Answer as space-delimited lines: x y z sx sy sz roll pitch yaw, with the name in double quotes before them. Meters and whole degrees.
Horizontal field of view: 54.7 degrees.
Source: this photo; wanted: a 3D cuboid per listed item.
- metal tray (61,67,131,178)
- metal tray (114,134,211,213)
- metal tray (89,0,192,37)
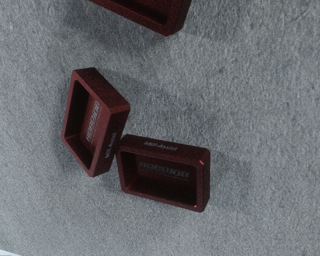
"metal tray" -0.093 -0.006 0.426 0.090 0.030 0.129 46 133 26
"metal tray" 0.004 0.063 0.438 0.130 0.030 0.089 9 123 22
"metal tray" -0.027 -0.162 0.316 0.130 0.030 0.089 28 128 10
